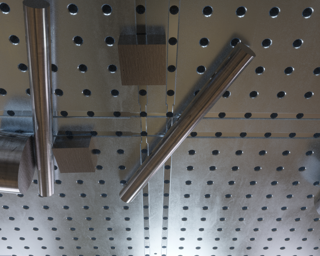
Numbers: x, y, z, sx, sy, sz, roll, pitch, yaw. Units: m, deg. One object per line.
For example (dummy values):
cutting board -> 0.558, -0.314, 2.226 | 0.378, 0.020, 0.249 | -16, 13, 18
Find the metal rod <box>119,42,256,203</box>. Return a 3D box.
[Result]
metal rod -> 0.020, 0.012, 0.422 | 0.025, 0.025, 0.298 | 24, 126, -19

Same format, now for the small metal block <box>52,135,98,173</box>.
small metal block -> -0.120, 0.038, 0.443 | 0.050, 0.025, 0.050 | -2, 130, 1

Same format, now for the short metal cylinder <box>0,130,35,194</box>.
short metal cylinder -> -0.201, 0.045, 0.412 | 0.050, 0.080, 0.079 | 8, 130, -7

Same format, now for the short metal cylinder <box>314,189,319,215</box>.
short metal cylinder -> 0.286, 0.110, 0.472 | 0.081, 0.080, 0.050 | 3, 130, -3

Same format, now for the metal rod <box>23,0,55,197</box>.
metal rod -> -0.151, -0.012, 0.400 | 0.025, 0.025, 0.298 | 9, 130, -8

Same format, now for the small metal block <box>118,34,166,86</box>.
small metal block -> -0.019, -0.076, 0.347 | 0.050, 0.025, 0.050 | -1, 130, 0
